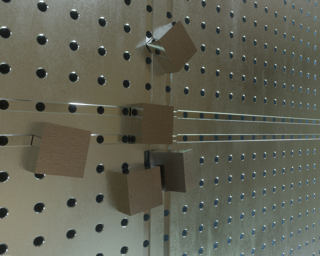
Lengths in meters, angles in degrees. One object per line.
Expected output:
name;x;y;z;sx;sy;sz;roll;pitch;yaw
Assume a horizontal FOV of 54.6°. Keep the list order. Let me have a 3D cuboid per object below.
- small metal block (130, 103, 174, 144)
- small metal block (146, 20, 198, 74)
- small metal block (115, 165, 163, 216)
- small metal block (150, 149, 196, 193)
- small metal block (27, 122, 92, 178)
small metal block;-0.010;-0.005;0.400;0.050;0.025;0.050;4;88;-40
small metal block;0.018;-0.110;0.422;0.050;0.025;0.050;-51;120;-28
small metal block;-0.025;0.076;0.387;0.050;0.025;0.050;-8;96;-39
small metal block;0.016;0.054;0.402;0.025;0.050;0.050;-10;97;-55
small metal block;-0.104;0.023;0.322;0.050;0.025;0.050;14;81;-39
